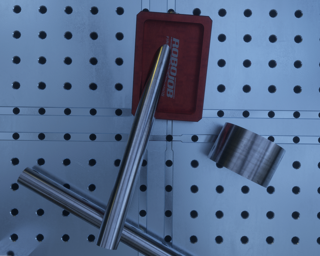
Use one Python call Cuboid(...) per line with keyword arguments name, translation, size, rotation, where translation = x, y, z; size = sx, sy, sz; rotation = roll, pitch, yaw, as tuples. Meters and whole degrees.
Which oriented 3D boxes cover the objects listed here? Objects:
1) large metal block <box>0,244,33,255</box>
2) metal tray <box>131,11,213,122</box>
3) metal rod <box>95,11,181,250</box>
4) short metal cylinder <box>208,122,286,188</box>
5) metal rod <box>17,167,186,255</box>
Cuboid(name="large metal block", translation=(-0.207, 0.202, 0.384), size=(0.050, 0.080, 0.080), rotation=(12, 90, 0))
Cuboid(name="metal tray", translation=(0.013, -0.076, 0.395), size=(0.091, 0.030, 0.129), rotation=(4, 104, 0))
Cuboid(name="metal rod", translation=(-0.020, -0.008, 0.380), size=(0.025, 0.025, 0.299), rotation=(16, 77, 0))
Cuboid(name="short metal cylinder", translation=(0.107, 0.033, 0.387), size=(0.080, 0.080, 0.050), rotation=(27, 90, 0))
Cuboid(name="metal rod", translation=(-0.051, 0.137, 0.412), size=(0.301, 0.025, 0.025), rotation=(30, 90, 0))
